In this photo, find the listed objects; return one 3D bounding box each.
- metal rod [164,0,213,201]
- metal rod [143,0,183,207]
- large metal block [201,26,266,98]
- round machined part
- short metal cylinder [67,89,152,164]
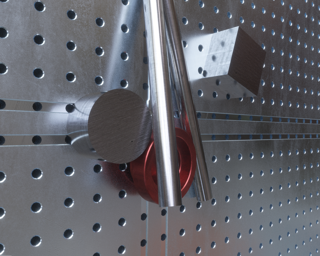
[{"bbox_3d":[0.036,-0.038,0.441,0.025,0.025,0.298,-21,103,-38],"label":"metal rod"},{"bbox_3d":[-0.001,-0.061,0.365,0.025,0.025,0.299,7,72,-40],"label":"metal rod"},{"bbox_3d":[0.120,-0.101,0.496,0.080,0.050,0.080,25,74,-38],"label":"large metal block"},{"bbox_3d":[0.001,0.046,0.395,0.099,0.042,0.097,-6,98,-47],"label":"round machined part"},{"bbox_3d":[-0.056,-0.002,0.347,0.081,0.050,0.079,0,90,-40],"label":"short metal cylinder"}]
